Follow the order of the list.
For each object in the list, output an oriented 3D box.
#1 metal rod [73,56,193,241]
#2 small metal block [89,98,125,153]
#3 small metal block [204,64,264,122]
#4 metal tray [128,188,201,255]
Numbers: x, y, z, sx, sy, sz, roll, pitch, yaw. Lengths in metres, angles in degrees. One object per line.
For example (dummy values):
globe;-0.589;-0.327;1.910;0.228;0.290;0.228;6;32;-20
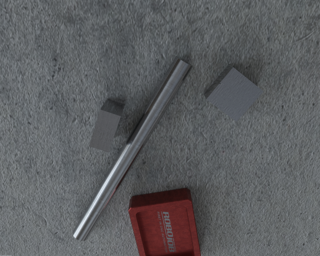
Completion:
metal rod;-0.045;0.039;0.423;0.025;0.025;0.298;28;107;-10
small metal block;-0.066;-0.004;0.394;0.025;0.050;0.050;19;109;-7
small metal block;0.093;-0.045;0.395;0.050;0.025;0.050;35;106;-13
metal tray;0.010;0.159;0.465;0.091;0.030;0.129;-10;110;3
